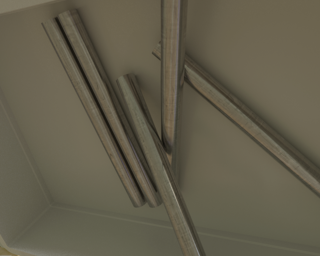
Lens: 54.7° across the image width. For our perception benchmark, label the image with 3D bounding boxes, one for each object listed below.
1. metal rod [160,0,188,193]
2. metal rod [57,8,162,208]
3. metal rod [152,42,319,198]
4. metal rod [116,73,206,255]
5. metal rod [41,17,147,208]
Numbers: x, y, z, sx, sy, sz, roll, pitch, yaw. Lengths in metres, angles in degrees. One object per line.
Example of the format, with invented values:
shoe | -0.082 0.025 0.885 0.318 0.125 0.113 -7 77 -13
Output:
metal rod | 0.014 -0.014 0.368 0.025 0.025 0.298 16 133 19
metal rod | -0.060 -0.013 0.432 0.025 0.025 0.299 -10 114 32
metal rod | 0.113 0.004 0.351 0.300 0.025 0.025 41 129 0
metal rod | 0.011 0.074 0.376 0.025 0.025 0.299 -27 81 37
metal rod | -0.086 -0.009 0.448 0.025 0.025 0.299 -10 114 32
